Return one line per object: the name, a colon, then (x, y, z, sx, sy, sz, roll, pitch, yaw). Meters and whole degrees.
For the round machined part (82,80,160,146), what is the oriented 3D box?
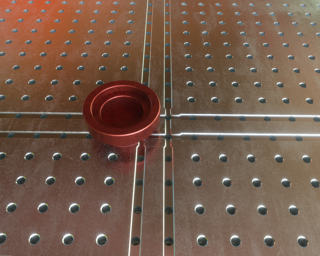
round machined part: (-0.049, -0.015, 0.409, 0.099, 0.042, 0.098, 0, 50, 0)
